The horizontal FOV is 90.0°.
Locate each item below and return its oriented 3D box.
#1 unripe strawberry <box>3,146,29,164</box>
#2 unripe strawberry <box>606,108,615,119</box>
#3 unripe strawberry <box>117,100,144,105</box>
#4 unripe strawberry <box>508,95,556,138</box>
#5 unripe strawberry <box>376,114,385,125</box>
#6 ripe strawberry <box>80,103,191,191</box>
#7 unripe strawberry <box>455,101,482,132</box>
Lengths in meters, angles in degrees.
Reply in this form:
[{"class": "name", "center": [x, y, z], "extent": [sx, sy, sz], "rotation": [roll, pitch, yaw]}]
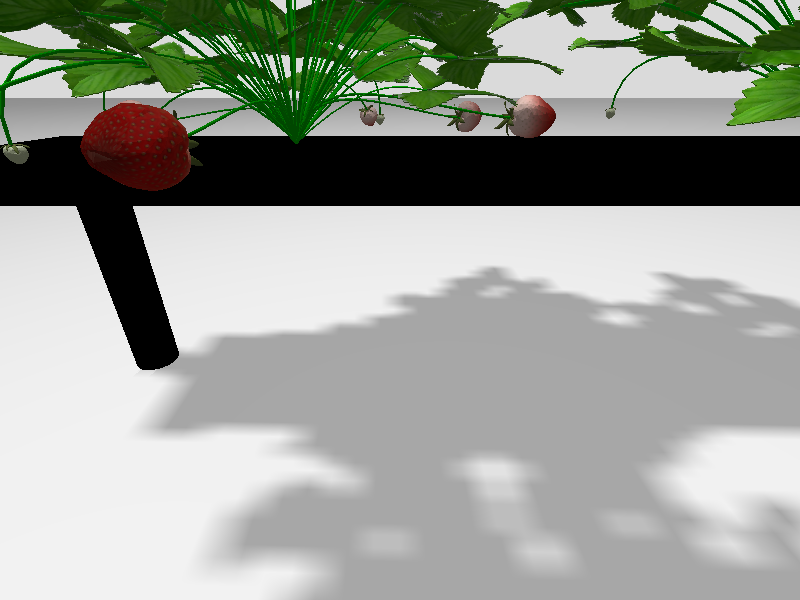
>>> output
[{"class": "unripe strawberry", "center": [-0.206, -0.078, 0.215], "extent": [0.009, 0.010, 0.010], "rotation": [25, 37, 38]}, {"class": "unripe strawberry", "center": [0.245, -0.218, 0.468], "extent": [0.011, 0.011, 0.010], "rotation": [-19, 33, -31]}, {"class": "unripe strawberry", "center": [-0.224, -0.148, 0.334], "extent": [0.034, 0.033, 0.031], "rotation": [2, 28, 5]}, {"class": "unripe strawberry", "center": [0.113, -0.157, 0.343], "extent": [0.040, 0.034, 0.039], "rotation": [-3, 28, -7]}, {"class": "unripe strawberry", "center": [-0.024, -0.212, 0.470], "extent": [0.011, 0.011, 0.010], "rotation": [10, 30, 18]}, {"class": "ripe strawberry", "center": [-0.109, -0.062, 0.165], "extent": [0.039, 0.035, 0.035], "rotation": [4, 29, 7]}, {"class": "unripe strawberry", "center": [0.069, -0.182, 0.398], "extent": [0.027, 0.029, 0.025], "rotation": [-14, 31, -26]}]
